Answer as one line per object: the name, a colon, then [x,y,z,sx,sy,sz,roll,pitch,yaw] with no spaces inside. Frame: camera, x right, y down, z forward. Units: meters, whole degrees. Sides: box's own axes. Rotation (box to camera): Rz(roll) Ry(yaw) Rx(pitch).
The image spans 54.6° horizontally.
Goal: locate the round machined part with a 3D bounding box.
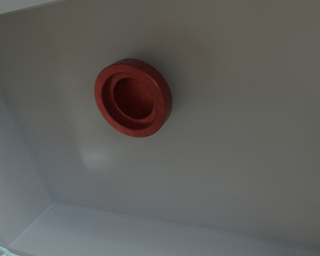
round machined part: [-0.029,-0.040,0.389,0.098,0.042,0.097,13,124,21]
